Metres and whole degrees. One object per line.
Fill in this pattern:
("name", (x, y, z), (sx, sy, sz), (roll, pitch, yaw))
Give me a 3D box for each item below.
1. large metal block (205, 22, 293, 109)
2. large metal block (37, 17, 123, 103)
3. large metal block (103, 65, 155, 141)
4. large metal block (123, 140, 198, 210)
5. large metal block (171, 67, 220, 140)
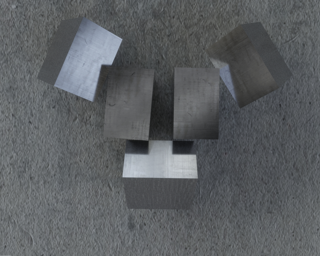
("large metal block", (0.111, -0.079, 0.379), (0.050, 0.080, 0.080), (-31, 90, 37))
("large metal block", (-0.099, -0.082, 0.373), (0.050, 0.080, 0.080), (23, 90, -36))
("large metal block", (-0.035, -0.028, 0.383), (0.050, 0.080, 0.079), (5, 90, 0))
("large metal block", (0.000, 0.059, 0.378), (0.081, 0.080, 0.050), (1, 51, 0))
("large metal block", (0.041, -0.028, 0.384), (0.050, 0.080, 0.079), (1, 90, 0))
